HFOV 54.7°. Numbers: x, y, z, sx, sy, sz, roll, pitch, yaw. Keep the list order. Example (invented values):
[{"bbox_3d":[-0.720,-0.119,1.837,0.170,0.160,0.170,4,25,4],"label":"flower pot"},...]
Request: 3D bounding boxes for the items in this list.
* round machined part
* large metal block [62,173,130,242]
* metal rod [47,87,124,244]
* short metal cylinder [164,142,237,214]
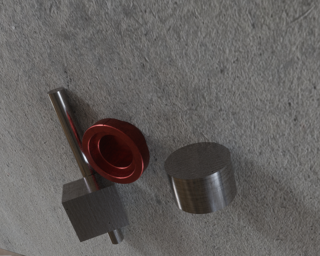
[{"bbox_3d":[-0.058,0.028,0.444,0.098,0.042,0.097,13,124,21],"label":"round machined part"},{"bbox_3d":[-0.102,0.122,0.494,0.080,0.050,0.080,-18,115,-7],"label":"large metal block"},{"bbox_3d":[-0.116,0.076,0.514,0.025,0.025,0.298,-1,118,29],"label":"metal rod"},{"bbox_3d":[0.050,0.059,0.381,0.080,0.080,0.050,-1,118,29],"label":"short metal cylinder"}]
